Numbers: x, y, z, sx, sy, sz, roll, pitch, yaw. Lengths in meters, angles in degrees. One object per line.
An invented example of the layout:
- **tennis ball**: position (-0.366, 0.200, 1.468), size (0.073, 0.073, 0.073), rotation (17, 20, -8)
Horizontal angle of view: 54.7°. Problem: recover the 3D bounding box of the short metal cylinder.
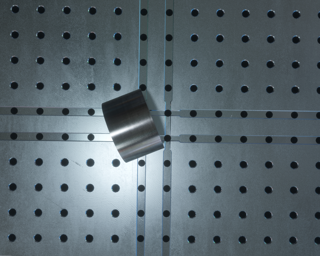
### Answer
- **short metal cylinder**: position (-0.033, -0.003, 0.386), size (0.050, 0.080, 0.080), rotation (-22, 90, 0)
